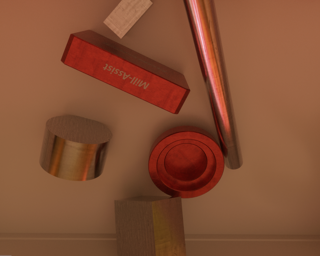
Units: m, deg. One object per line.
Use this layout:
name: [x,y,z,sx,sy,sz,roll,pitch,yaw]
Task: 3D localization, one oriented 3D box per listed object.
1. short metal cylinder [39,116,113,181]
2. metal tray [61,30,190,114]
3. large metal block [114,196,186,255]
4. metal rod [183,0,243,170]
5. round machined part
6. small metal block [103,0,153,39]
short metal cylinder: [-0.105,0.023,0.389,0.080,0.080,0.050,15,109,-6]
metal tray: [-0.034,-0.067,0.351,0.131,0.090,0.030,24,108,-9]
large metal block: [-0.015,0.134,0.410,0.050,0.080,0.080,2,80,-42]
metal rod: [0.060,-0.047,0.325,0.025,0.025,0.299,-18,136,6]
round machined part: [0.034,0.042,0.418,0.099,0.042,0.097,0,110,-1]
small metal block: [-0.034,-0.130,0.350,0.025,0.050,0.050,42,105,-14]
